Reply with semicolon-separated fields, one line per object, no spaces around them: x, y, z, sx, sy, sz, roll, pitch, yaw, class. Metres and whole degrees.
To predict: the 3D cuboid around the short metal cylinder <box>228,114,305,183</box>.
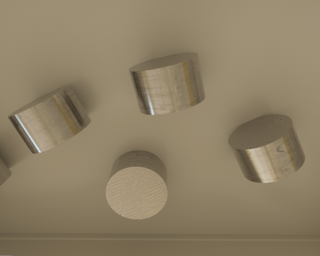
0.134;0.025;0.393;0.080;0.080;0.050;-25;108;8;short metal cylinder

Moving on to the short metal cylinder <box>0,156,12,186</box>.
-0.245;0.060;0.401;0.080;0.080;0.050;-24;109;8;short metal cylinder

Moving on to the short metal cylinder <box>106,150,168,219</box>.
-0.030;0.077;0.426;0.081;0.050;0.079;0;110;-1;short metal cylinder

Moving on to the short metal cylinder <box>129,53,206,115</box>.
0.009;-0.053;0.363;0.080;0.080;0.050;-12;110;4;short metal cylinder

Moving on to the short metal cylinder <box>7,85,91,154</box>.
-0.132;-0.012;0.376;0.080;0.080;0.050;-24;109;8;short metal cylinder
